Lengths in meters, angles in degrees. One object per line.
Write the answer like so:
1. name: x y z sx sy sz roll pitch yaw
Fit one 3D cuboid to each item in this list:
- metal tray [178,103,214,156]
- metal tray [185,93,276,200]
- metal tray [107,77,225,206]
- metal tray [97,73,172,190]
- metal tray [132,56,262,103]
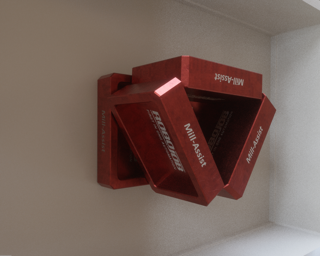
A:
1. metal tray: 0.042 0.006 0.437 0.091 0.030 0.129 2 88 -40
2. metal tray: 0.079 0.018 0.388 0.030 0.090 0.130 43 64 -32
3. metal tray: 0.005 0.016 0.327 0.030 0.090 0.129 -38 114 -33
4. metal tray: -0.029 0.004 0.378 0.091 0.030 0.129 1 89 -40
5. metal tray: 0.044 -0.051 0.359 0.131 0.090 0.030 2 89 -40
